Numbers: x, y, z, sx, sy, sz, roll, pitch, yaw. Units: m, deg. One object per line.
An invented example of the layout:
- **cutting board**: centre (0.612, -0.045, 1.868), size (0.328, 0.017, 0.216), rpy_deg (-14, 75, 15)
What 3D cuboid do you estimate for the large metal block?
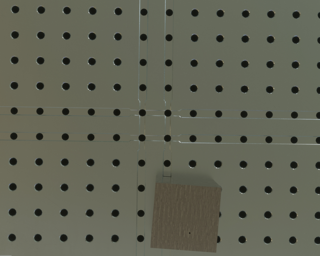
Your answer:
- **large metal block**: centre (0.032, 0.109, 0.401), size (0.081, 0.050, 0.079), rpy_deg (5, 90, -1)
